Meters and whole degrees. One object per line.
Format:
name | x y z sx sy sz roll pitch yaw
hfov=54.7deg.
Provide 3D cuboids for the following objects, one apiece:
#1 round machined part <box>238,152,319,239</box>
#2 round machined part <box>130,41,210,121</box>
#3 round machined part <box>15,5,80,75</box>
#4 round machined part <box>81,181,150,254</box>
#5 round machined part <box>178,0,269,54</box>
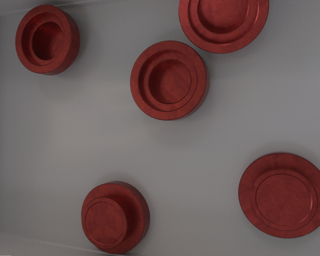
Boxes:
round machined part | 0.139 0.077 0.352 0.098 0.042 0.097 0 90 20
round machined part | 0.015 -0.058 0.396 0.098 0.042 0.097 0 90 20
round machined part | -0.160 -0.126 0.458 0.098 0.042 0.097 0 90 20
round machined part | -0.067 0.125 0.425 0.098 0.042 0.097 0 90 20
round machined part | 0.073 -0.140 0.360 0.098 0.042 0.097 5 124 8
